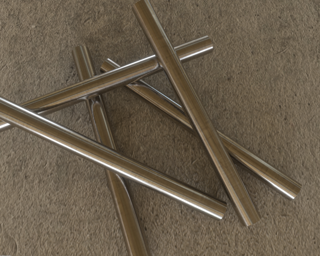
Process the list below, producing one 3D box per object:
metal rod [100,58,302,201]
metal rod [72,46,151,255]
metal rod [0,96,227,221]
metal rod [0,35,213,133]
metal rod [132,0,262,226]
[{"bbox_3d":[0.045,-0.004,0.409,0.300,0.025,0.025,35,74,11],"label":"metal rod"},{"bbox_3d":[-0.067,0.022,0.399,0.025,0.025,0.299,-18,71,-6],"label":"metal rod"},{"bbox_3d":[-0.062,0.035,0.365,0.301,0.025,0.025,26,72,-3],"label":"metal rod"},{"bbox_3d":[-0.072,-0.058,0.401,0.302,0.025,0.025,-22,72,-8],"label":"metal rod"},{"bbox_3d":[0.042,-0.022,0.381,0.025,0.025,0.299,-26,85,-9],"label":"metal rod"}]
